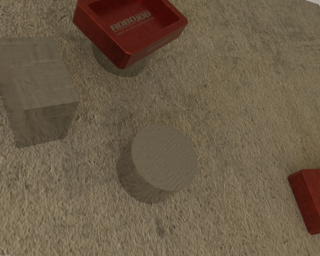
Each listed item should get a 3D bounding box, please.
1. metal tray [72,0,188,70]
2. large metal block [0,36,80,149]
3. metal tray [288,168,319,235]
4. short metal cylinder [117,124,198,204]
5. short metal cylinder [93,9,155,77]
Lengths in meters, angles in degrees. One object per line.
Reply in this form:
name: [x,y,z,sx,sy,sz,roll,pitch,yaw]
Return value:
metal tray: [-0.034,-0.139,0.403,0.090,0.030,0.131,46,51,4]
large metal block: [-0.129,-0.036,0.321,0.050,0.080,0.080,-14,69,-34]
metal tray: [0.268,0.109,0.478,0.131,0.030,0.090,2,61,-27]
short metal cylinder: [-0.004,0.042,0.360,0.081,0.050,0.080,14,56,-21]
short metal cylinder: [-0.048,-0.118,0.434,0.081,0.050,0.080,14,56,-21]
